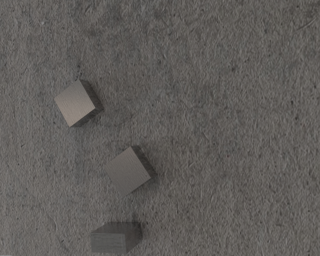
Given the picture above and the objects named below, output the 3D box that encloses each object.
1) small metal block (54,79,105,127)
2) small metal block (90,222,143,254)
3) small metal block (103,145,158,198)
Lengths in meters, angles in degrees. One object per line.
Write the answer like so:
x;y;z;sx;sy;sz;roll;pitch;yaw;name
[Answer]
-0.117;-0.035;0.450;0.050;0.025;0.050;-34;79;16;small metal block
-0.057;0.146;0.416;0.050;0.050;0.025;-6;88;20;small metal block
-0.040;0.059;0.423;0.050;0.025;0.050;-37;78;16;small metal block
